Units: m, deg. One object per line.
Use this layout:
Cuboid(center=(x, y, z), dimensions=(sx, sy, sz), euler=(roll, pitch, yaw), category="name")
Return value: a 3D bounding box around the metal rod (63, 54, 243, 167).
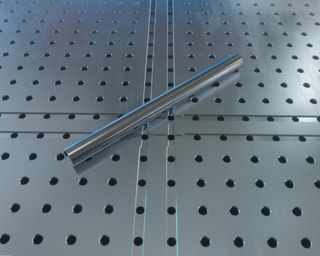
Cuboid(center=(0.006, -0.036, 0.437), dimensions=(0.302, 0.025, 0.025), euler=(-32, 57, -24), category="metal rod")
